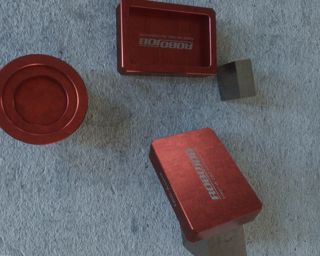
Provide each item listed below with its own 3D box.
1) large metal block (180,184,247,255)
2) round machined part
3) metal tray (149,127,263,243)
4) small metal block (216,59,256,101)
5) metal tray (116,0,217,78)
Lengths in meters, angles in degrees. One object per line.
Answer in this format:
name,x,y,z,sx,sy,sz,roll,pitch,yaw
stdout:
large metal block,0.064,0.123,0.403,0.050,0.080,0.079,-10,94,-20
round machined part,-0.134,-0.030,0.350,0.099,0.042,0.097,0,90,-20
metal tray,0.051,0.063,0.382,0.091,0.030,0.130,-13,51,-20
small metal block,0.105,-0.066,0.434,0.025,0.050,0.050,-11,94,-20
metal tray,0.010,-0.115,0.409,0.131,0.030,0.089,-2,91,-20
